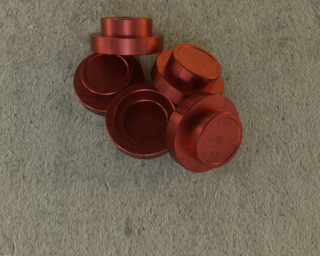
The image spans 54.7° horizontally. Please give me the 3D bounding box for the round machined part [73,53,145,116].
[{"bbox_3d":[-0.070,-0.068,0.425,0.099,0.042,0.098,0,70,-1],"label":"round machined part"}]

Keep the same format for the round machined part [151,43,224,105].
[{"bbox_3d":[0.041,-0.073,0.404,0.099,0.042,0.098,15,44,-15],"label":"round machined part"}]

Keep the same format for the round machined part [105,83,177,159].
[{"bbox_3d":[-0.019,-0.006,0.402,0.099,0.042,0.098,0,70,-1],"label":"round machined part"}]

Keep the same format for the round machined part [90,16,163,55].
[{"bbox_3d":[-0.044,-0.126,0.415,0.099,0.098,0.042,1,112,0],"label":"round machined part"}]

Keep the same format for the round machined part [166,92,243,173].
[{"bbox_3d":[0.059,0.009,0.368,0.098,0.098,0.042,-41,35,-14],"label":"round machined part"}]
